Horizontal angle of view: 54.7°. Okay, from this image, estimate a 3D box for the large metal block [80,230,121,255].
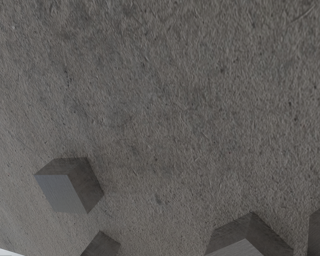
[{"bbox_3d":[-0.126,0.263,0.600,0.050,0.080,0.079,30,128,9],"label":"large metal block"}]

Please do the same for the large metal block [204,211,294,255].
[{"bbox_3d":[0.124,0.175,0.434,0.080,0.050,0.080,44,129,-3],"label":"large metal block"}]

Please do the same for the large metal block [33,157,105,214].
[{"bbox_3d":[-0.155,0.099,0.534,0.080,0.050,0.080,-6,116,31],"label":"large metal block"}]

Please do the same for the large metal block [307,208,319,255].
[{"bbox_3d":[0.208,0.116,0.333,0.050,0.080,0.079,33,129,7],"label":"large metal block"}]
